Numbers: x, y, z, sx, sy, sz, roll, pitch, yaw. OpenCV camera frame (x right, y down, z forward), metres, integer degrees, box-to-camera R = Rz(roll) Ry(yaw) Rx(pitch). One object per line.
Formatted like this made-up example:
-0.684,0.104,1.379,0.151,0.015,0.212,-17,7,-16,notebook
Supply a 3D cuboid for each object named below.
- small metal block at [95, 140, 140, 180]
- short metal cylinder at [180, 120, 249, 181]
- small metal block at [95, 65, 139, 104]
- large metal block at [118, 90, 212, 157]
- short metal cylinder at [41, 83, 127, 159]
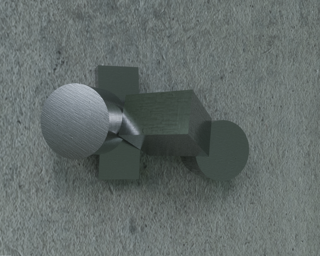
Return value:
-0.053,0.038,0.391,0.050,0.025,0.050,3,89,-20,small metal block
0.073,0.029,0.426,0.081,0.050,0.079,0,90,-21,short metal cylinder
-0.054,-0.051,0.390,0.050,0.025,0.050,-1,91,-21,small metal block
0.010,-0.002,0.366,0.080,0.080,0.050,43,50,-58,large metal block
-0.083,-0.007,0.348,0.080,0.050,0.079,0,91,15,short metal cylinder
